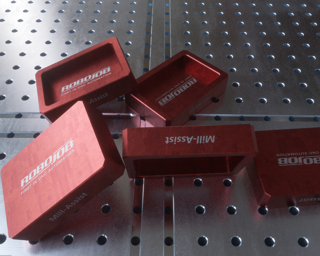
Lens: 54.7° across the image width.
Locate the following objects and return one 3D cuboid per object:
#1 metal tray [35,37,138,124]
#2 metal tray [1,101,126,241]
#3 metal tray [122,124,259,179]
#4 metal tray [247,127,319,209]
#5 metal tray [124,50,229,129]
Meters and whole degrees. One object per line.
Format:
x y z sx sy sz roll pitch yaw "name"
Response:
-0.106 -0.068 0.436 0.131 0.030 0.090 -24 53 1 "metal tray"
-0.106 0.044 0.322 0.130 0.030 0.090 -38 53 12 "metal tray"
0.028 0.028 0.338 0.131 0.090 0.030 -2 67 -2 "metal tray"
0.173 0.044 0.370 0.131 0.030 0.090 -3 50 -3 "metal tray"
0.025 -0.057 0.452 0.090 0.030 0.131 38 59 27 "metal tray"
